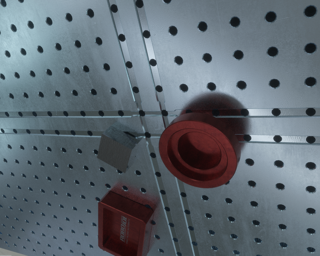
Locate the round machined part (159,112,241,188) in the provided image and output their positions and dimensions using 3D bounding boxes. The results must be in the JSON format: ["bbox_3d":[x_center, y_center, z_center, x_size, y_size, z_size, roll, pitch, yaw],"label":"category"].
[{"bbox_3d":[0.052,0.024,0.387,0.098,0.042,0.097,13,124,20],"label":"round machined part"}]

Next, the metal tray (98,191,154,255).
[{"bbox_3d":[-0.064,0.182,0.551,0.090,0.030,0.129,19,126,16],"label":"metal tray"}]

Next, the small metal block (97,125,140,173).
[{"bbox_3d":[-0.062,0.032,0.462,0.050,0.025,0.050,27,128,10],"label":"small metal block"}]
